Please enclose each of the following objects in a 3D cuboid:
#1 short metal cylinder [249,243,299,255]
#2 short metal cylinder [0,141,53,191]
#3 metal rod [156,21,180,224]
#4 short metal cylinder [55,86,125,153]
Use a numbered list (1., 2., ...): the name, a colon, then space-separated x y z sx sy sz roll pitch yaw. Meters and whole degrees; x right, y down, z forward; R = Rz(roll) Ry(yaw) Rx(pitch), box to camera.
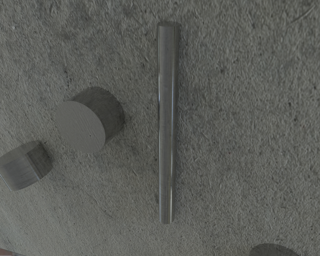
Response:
1. short metal cylinder: 0.162 0.211 0.436 0.080 0.050 0.079 13 124 21
2. short metal cylinder: -0.235 0.064 0.534 0.080 0.080 0.050 -10 113 32
3. metal rod: 0.010 0.015 0.410 0.025 0.025 0.298 13 124 21
4. short metal cylinder: -0.097 -0.012 0.435 0.080 0.050 0.079 13 124 21
